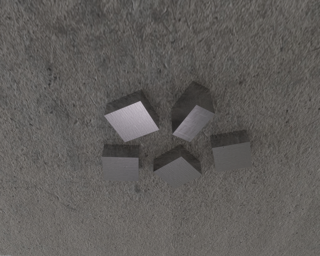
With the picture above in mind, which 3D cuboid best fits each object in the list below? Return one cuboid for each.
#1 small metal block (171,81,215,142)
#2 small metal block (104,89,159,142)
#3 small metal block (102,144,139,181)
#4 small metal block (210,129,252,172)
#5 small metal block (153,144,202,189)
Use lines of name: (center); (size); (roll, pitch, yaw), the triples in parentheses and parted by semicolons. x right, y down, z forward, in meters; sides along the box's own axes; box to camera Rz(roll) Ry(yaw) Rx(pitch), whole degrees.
small metal block: (0.038, -0.020, 0.374); (0.025, 0.050, 0.050); (24, 126, -19)
small metal block: (-0.035, -0.014, 0.394); (0.050, 0.025, 0.050); (-21, 127, 16)
small metal block: (-0.056, 0.051, 0.450); (0.050, 0.025, 0.050); (2, 130, -2)
small metal block: (0.100, 0.033, 0.436); (0.050, 0.025, 0.050); (-10, 130, 8)
small metal block: (0.026, 0.058, 0.456); (0.050, 0.025, 0.050); (-32, 124, 24)
